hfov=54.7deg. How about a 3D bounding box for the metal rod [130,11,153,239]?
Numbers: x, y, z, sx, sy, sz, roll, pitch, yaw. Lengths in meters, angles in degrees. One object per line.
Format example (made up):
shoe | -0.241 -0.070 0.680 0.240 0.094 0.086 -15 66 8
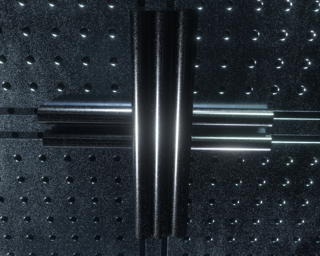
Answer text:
metal rod | -0.023 0.011 0.391 0.025 0.025 0.298 0 110 -1

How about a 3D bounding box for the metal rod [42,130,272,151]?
metal rod | -0.003 0.017 0.420 0.302 0.025 0.025 1 110 -1

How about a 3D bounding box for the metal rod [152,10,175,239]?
metal rod | 0.002 0.011 0.391 0.025 0.025 0.298 0 110 -1

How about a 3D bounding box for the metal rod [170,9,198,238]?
metal rod | 0.028 0.009 0.391 0.025 0.025 0.298 0 110 -1

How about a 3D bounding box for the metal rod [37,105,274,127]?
metal rod | -0.005 -0.015 0.408 0.302 0.025 0.025 1 110 -1
